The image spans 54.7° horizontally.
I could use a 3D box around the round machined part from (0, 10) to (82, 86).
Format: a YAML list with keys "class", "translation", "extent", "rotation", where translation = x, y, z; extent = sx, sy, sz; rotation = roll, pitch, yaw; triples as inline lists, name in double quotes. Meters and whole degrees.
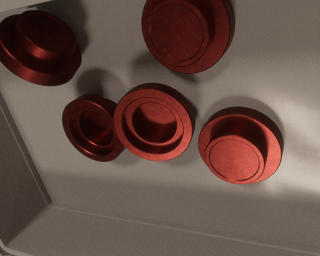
- class: "round machined part"
  translation: [-0.140, -0.101, 0.370]
  extent: [0.098, 0.098, 0.042]
  rotation: [44, 129, -3]

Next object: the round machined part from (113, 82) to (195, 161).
- class: "round machined part"
  translation: [-0.004, -0.011, 0.385]
  extent: [0.098, 0.042, 0.097]
  rotation: [7, 119, 13]

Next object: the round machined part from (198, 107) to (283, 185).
- class: "round machined part"
  translation: [0.091, 0.027, 0.366]
  extent: [0.098, 0.042, 0.097]
  rotation: [13, 124, 20]

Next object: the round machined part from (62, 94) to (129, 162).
- class: "round machined part"
  translation: [-0.085, -0.004, 0.438]
  extent: [0.098, 0.042, 0.097]
  rotation: [13, 124, 21]

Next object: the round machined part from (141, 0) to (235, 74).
- class: "round machined part"
  translation: [0.024, -0.102, 0.321]
  extent: [0.098, 0.042, 0.097]
  rotation: [13, 124, 20]
